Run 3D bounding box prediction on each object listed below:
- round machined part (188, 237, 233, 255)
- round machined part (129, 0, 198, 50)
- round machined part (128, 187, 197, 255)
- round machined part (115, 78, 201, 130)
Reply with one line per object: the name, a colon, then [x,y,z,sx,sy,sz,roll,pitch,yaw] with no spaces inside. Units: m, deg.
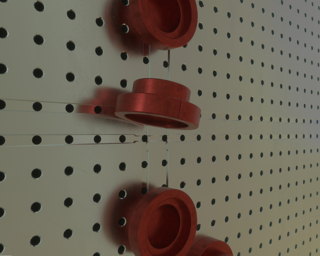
round machined part: [0.084,0.222,0.472,0.099,0.042,0.097,0,90,-40]
round machined part: [0.000,-0.149,0.400,0.099,0.042,0.097,0,90,-40]
round machined part: [-0.001,0.125,0.400,0.099,0.042,0.097,0,90,-40]
round machined part: [-0.001,-0.028,0.363,0.099,0.098,0.042,16,80,-39]
